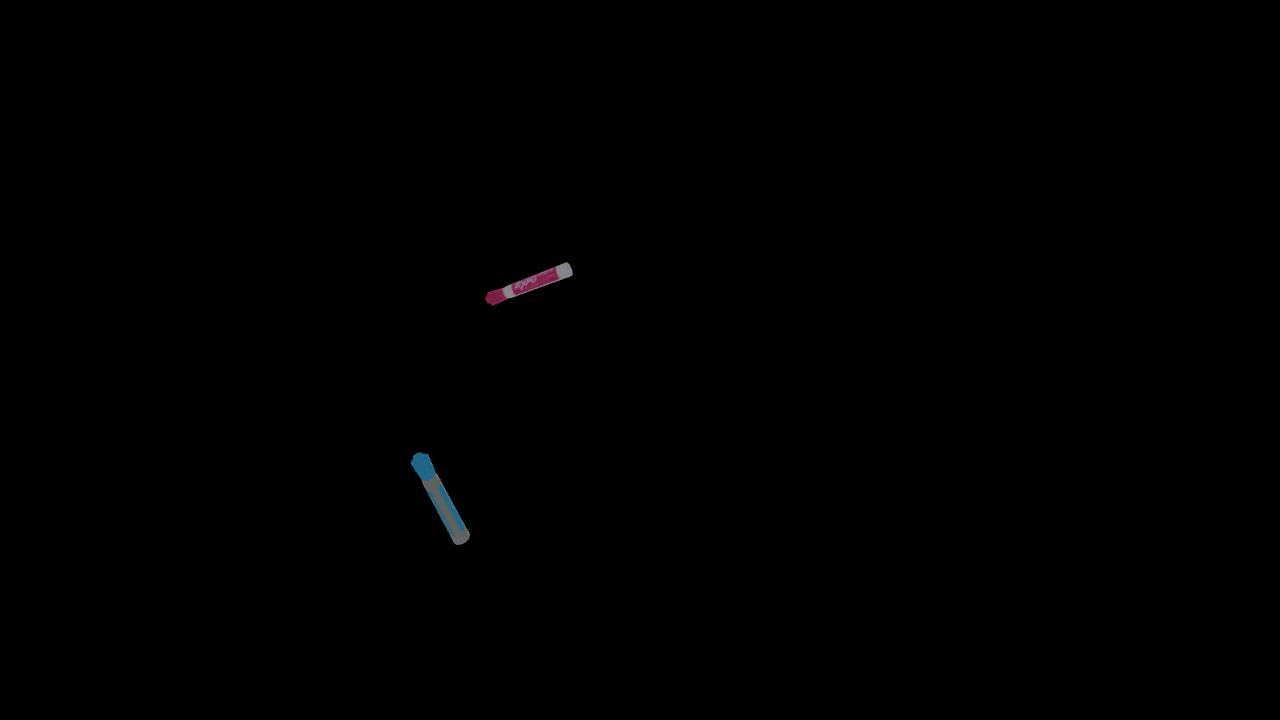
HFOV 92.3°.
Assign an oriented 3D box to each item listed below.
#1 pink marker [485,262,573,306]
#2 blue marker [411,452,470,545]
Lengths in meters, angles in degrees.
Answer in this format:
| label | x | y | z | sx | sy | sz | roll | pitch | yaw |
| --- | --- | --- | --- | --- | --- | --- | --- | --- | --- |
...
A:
| label | x | y | z | sx | sy | sz | roll | pitch | yaw |
| --- | --- | --- | --- | --- | --- | --- | --- | --- | --- |
| pink marker | -0.145 | -0.097 | 0.792 | 0.121 | 0.020 | 0.020 | -18 | -4 | 12 |
| blue marker | -0.212 | 0.147 | 0.653 | 0.020 | 0.121 | 0.020 | -12 | 29 | 7 |
